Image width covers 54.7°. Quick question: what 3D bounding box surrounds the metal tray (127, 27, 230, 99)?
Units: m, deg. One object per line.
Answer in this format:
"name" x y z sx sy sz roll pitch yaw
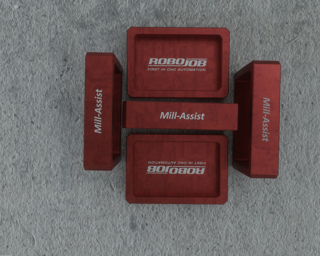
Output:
"metal tray" 0.023 -0.084 0.409 0.131 0.030 0.089 0 93 0

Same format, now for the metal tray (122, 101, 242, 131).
"metal tray" 0.024 -0.014 0.380 0.131 0.090 0.030 1 92 0

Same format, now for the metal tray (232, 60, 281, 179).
"metal tray" 0.115 -0.010 0.379 0.030 0.090 0.129 1 90 0

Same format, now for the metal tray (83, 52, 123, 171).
"metal tray" -0.067 -0.019 0.378 0.030 0.090 0.129 1 91 0

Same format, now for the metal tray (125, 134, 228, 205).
"metal tray" 0.022 0.053 0.410 0.131 0.030 0.089 1 89 0
